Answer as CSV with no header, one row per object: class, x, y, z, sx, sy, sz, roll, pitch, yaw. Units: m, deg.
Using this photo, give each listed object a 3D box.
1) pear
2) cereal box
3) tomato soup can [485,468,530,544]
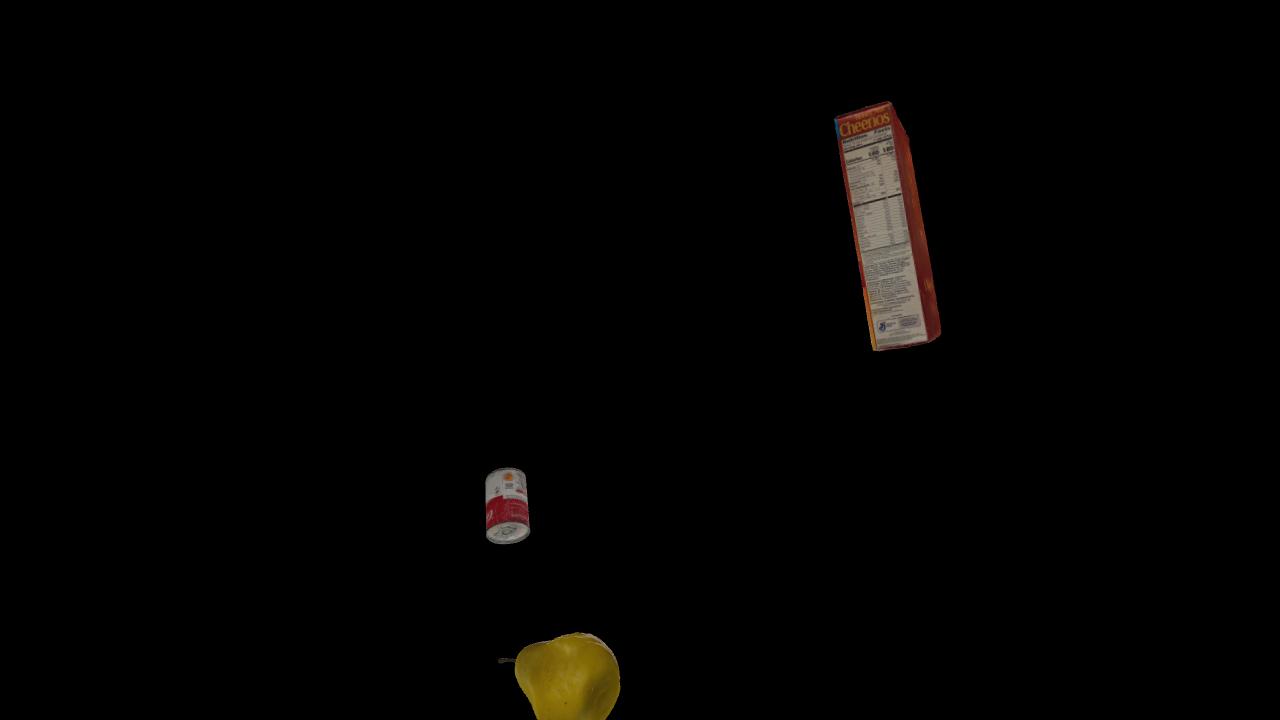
pear,-0.071,0.268,0.528,0.111,0.080,0.080,10,7,39
cereal box,0.347,-0.173,0.848,0.081,0.306,0.203,-10,0,30
tomato soup can,-0.211,0.230,0.976,0.068,0.101,0.068,-8,-42,-7
